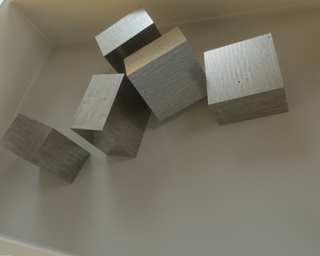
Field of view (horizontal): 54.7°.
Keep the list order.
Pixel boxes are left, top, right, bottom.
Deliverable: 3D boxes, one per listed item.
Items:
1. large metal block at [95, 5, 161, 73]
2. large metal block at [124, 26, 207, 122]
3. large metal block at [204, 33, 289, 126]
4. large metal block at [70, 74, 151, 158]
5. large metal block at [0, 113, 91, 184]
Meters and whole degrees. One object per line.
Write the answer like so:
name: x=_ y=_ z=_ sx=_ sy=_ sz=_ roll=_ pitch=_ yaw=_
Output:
large metal block: x=-0.034 y=-0.116 z=0.458 sx=0.080 sy=0.080 sz=0.050 roll=-33 pitch=52 yaw=7
large metal block: x=0.011 y=-0.068 z=0.398 sx=0.080 sy=0.080 sz=0.050 roll=-29 pitch=36 yaw=9
large metal block: x=0.101 y=-0.056 z=0.371 sx=0.080 sy=0.050 sz=0.080 roll=-12 pitch=57 yaw=21
large metal block: x=-0.060 y=-0.015 z=0.409 sx=0.050 sy=0.080 sz=0.080 roll=3 pitch=63 yaw=29
large metal block: x=-0.161 y=0.029 z=0.435 sx=0.080 sy=0.080 sz=0.050 roll=18 pitch=71 yaw=34
